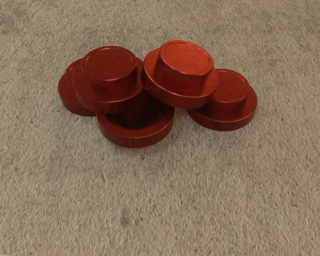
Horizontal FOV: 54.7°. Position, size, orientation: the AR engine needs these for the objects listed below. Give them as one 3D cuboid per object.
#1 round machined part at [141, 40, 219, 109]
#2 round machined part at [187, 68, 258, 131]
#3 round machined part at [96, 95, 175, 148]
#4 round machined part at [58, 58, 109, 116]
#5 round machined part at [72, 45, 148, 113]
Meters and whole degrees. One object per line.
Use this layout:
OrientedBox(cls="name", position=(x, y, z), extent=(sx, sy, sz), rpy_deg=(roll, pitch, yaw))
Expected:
OrientedBox(cls="round machined part", position=(0.028, -0.073, 0.388), extent=(0.099, 0.042, 0.098), rpy_deg=(9, 48, -10))
OrientedBox(cls="round machined part", position=(0.086, -0.046, 0.432), extent=(0.099, 0.042, 0.098), rpy_deg=(0, 50, 0))
OrientedBox(cls="round machined part", position=(-0.031, -0.012, 0.403), extent=(0.099, 0.042, 0.098), rpy_deg=(0, 50, 0))
OrientedBox(cls="round machined part", position=(-0.098, -0.066, 0.447), extent=(0.099, 0.042, 0.098), rpy_deg=(0, 50, 0))
OrientedBox(cls="round machined part", position=(-0.062, -0.068, 0.395), extent=(0.099, 0.042, 0.098), rpy_deg=(0, 50, 0))
